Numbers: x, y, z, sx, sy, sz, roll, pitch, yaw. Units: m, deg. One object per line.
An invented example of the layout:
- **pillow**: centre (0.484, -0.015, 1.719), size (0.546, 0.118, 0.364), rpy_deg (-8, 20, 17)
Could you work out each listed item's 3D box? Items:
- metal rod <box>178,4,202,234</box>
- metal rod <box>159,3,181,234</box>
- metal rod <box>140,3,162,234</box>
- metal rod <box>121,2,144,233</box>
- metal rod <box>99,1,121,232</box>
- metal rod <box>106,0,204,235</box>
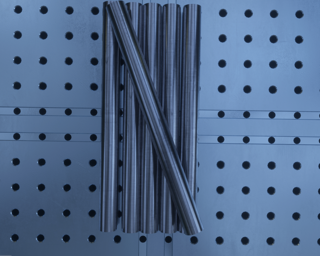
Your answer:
- **metal rod**: centre (0.040, -0.012, 0.414), size (0.025, 0.025, 0.298), rpy_deg (1, 90, 0)
- **metal rod**: centre (0.013, -0.012, 0.414), size (0.025, 0.025, 0.298), rpy_deg (1, 90, 0)
- **metal rod**: centre (-0.012, -0.013, 0.412), size (0.025, 0.025, 0.298), rpy_deg (1, 90, 0)
- **metal rod**: centre (-0.037, -0.013, 0.412), size (0.025, 0.025, 0.298), rpy_deg (1, 90, 0)
- **metal rod**: centre (-0.066, -0.015, 0.412), size (0.025, 0.025, 0.298), rpy_deg (1, 90, 0)
- **metal rod**: centre (-0.006, -0.012, 0.388), size (0.025, 0.025, 0.299), rpy_deg (-19, 90, 0)
